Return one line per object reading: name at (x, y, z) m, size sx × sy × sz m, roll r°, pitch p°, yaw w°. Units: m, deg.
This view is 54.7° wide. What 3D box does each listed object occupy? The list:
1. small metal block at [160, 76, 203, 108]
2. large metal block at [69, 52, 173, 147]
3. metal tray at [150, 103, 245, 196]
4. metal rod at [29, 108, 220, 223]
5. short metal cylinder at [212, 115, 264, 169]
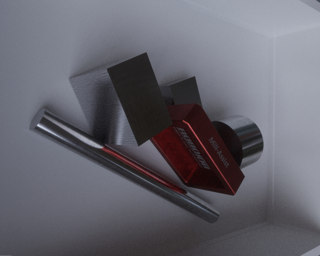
small metal block at (0.029, -0.040, 0.430) m, size 0.050 × 0.025 × 0.050 m, roll -26°, pitch 106°, yaw -37°
large metal block at (-0.043, -0.029, 0.334) m, size 0.050 × 0.080 × 0.080 m, roll -33°, pitch 111°, yaw -35°
metal tray at (0.040, 0.029, 0.397) m, size 0.030 × 0.090 × 0.130 m, roll -52°, pitch 121°, yaw -28°
metal rod at (-0.020, 0.063, 0.390) m, size 0.301 × 0.025 × 0.025 m, roll 35°, pitch 68°, yaw -35°
short metal cylinder at (0.104, 0.024, 0.458) m, size 0.050 × 0.080 × 0.079 m, roll -15°, pitch 100°, yaw -38°
